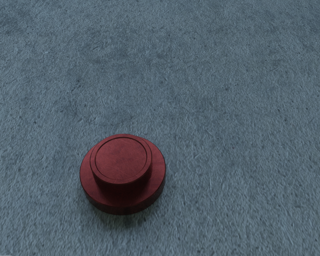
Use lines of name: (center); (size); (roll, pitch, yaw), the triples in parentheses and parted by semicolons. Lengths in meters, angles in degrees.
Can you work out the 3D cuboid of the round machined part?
round machined part: (-0.042, 0.045, 0.354); (0.099, 0.042, 0.098); (0, 50, 0)
